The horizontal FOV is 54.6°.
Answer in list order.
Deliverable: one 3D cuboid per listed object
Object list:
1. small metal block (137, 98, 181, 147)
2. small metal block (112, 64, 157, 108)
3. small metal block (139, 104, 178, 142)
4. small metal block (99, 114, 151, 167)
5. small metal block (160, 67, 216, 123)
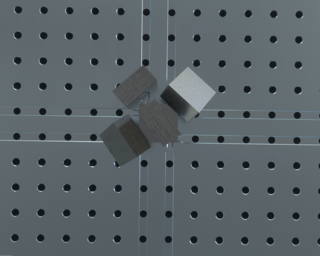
[{"bbox_3d":[-0.001,-0.006,0.376,0.025,0.050,0.050,-36,91,-1],"label":"small metal block"},{"bbox_3d":[-0.031,-0.052,0.401,0.050,0.050,0.025,-41,90,0],"label":"small metal block"},{"bbox_3d":[-0.002,-0.006,0.413,0.050,0.025,0.050,1,90,-1],"label":"small metal block"},{"bbox_3d":[-0.046,0.017,0.398,0.025,0.050,0.050,-34,90,-37],"label":"small metal block"},{"bbox_3d":[0.037,-0.044,0.400,0.050,0.025,0.050,43,50,0],"label":"small metal block"}]
